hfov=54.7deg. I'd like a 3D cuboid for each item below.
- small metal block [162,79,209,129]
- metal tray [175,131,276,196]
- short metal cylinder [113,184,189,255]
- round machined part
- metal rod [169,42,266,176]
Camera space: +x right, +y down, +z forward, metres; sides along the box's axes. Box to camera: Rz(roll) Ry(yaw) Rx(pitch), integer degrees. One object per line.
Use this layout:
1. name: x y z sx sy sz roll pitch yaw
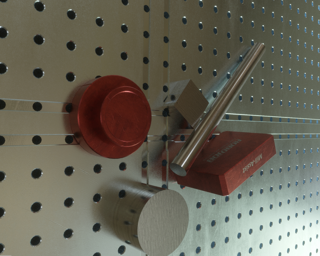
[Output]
1. small metal block: 0.037 -0.033 0.443 0.050 0.025 0.050 47 62 -30
2. metal tray: 0.095 0.045 0.447 0.131 0.090 0.030 -28 111 -37
3. short metal cylinder: -0.010 0.113 0.387 0.081 0.050 0.079 0 90 -40
4. round machined part: -0.049 -0.013 0.359 0.099 0.042 0.097 0 90 -40
5. metal rod: 0.102 -0.045 0.481 0.301 0.025 0.025 -52 121 -33
